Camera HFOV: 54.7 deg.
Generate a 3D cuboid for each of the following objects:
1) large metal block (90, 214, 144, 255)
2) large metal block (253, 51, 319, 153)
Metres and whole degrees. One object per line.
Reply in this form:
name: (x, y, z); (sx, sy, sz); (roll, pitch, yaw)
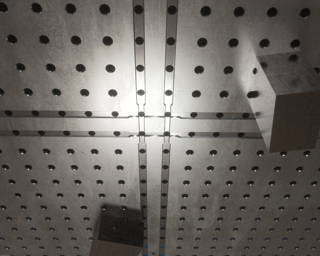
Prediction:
large metal block: (-0.081, 0.211, 0.574); (0.081, 0.050, 0.079); (15, 129, -13)
large metal block: (0.142, -0.030, 0.352); (0.050, 0.080, 0.080); (-6, 130, 5)
